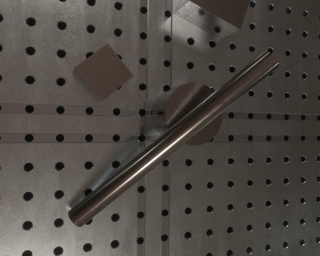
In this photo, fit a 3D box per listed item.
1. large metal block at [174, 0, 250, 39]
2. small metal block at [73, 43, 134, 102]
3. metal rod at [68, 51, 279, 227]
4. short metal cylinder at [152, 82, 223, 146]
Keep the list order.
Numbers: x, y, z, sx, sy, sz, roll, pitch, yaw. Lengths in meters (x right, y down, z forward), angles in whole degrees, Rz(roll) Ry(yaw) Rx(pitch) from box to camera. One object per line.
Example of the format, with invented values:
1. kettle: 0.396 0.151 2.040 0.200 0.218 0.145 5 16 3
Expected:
1. large metal block: 0.077 -0.183 0.429 0.080 0.050 0.080 22 83 -19
2. small metal block: -0.071 -0.068 0.387 0.050 0.025 0.050 -42 104 -15
3. metal rod: 0.013 0.015 0.368 0.300 0.025 0.025 -39 104 4
4. short metal cylinder: 0.036 -0.018 0.414 0.081 0.050 0.079 0 90 -20
